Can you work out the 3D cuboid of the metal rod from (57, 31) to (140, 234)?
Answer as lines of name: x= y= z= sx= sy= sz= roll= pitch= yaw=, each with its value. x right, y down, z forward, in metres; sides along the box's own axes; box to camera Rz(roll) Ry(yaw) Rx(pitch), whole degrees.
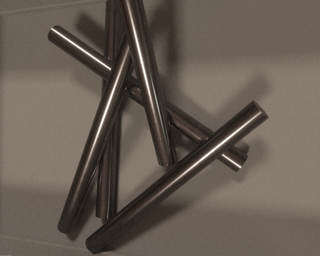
metal rod: x=-0.084 y=0.019 z=0.407 sx=0.025 sy=0.025 sz=0.298 roll=30 pitch=111 yaw=17

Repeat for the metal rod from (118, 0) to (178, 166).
metal rod: x=-0.021 y=-0.092 z=0.336 sx=0.025 sy=0.025 sz=0.298 roll=-5 pitch=114 yaw=19

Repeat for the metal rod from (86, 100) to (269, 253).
metal rod: x=0.006 y=0.074 z=0.387 sx=0.299 sy=0.025 sz=0.025 roll=-43 pitch=77 yaw=22

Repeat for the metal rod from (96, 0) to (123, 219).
metal rod: x=-0.070 y=-0.025 z=0.434 sx=0.025 sy=0.025 sz=0.298 roll=3 pitch=91 yaw=19

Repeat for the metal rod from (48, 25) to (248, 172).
metal rod: x=-0.022 y=-0.042 z=0.398 sx=0.300 sy=0.025 sz=0.025 roll=35 pitch=101 yaw=9
